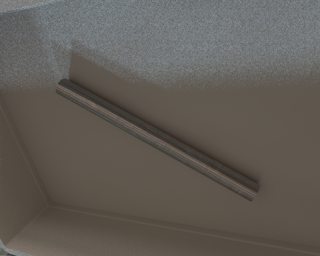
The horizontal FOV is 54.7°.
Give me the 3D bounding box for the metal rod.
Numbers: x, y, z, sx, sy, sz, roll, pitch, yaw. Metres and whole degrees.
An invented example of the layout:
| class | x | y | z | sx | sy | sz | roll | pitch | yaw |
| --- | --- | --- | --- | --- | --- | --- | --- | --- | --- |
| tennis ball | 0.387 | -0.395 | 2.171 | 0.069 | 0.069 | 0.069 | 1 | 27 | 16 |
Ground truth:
| class | x | y | z | sx | sy | sz | roll | pitch | yaw |
| --- | --- | --- | --- | --- | --- | --- | --- | --- | --- |
| metal rod | -0.010 | 0.011 | 0.417 | 0.301 | 0.025 | 0.025 | 29 | 128 | 9 |
